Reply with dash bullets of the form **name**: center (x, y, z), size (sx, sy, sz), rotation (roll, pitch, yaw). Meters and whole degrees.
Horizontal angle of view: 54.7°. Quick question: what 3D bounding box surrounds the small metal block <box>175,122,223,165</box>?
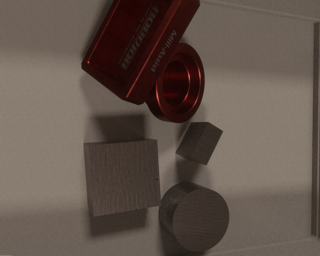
- **small metal block**: center (0.052, 0.020, 0.418), size (0.025, 0.050, 0.050), rotation (31, 80, -18)

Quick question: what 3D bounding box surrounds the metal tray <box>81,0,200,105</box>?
- **metal tray**: center (-0.026, -0.103, 0.346), size (0.030, 0.090, 0.129), rotation (15, 109, -55)

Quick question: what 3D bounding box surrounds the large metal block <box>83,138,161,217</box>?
- **large metal block**: center (-0.047, 0.056, 0.381), size (0.081, 0.050, 0.079), rotation (-4, 92, -20)

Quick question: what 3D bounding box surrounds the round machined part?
- **round machined part**: center (0.012, -0.057, 0.393), size (0.099, 0.042, 0.097), rotation (-13, 107, -48)

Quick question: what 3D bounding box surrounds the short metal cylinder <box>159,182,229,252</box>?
- **short metal cylinder**: center (0.045, 0.116, 0.415), size (0.081, 0.050, 0.079), rotation (0, 90, -21)
